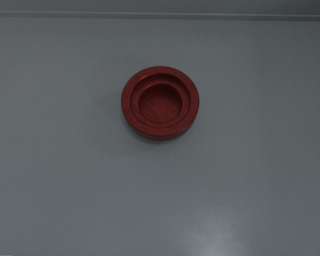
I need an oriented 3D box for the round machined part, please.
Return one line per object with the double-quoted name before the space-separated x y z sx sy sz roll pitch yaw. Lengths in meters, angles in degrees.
"round machined part" 0.000 -0.028 0.408 0.099 0.042 0.098 0 70 0
